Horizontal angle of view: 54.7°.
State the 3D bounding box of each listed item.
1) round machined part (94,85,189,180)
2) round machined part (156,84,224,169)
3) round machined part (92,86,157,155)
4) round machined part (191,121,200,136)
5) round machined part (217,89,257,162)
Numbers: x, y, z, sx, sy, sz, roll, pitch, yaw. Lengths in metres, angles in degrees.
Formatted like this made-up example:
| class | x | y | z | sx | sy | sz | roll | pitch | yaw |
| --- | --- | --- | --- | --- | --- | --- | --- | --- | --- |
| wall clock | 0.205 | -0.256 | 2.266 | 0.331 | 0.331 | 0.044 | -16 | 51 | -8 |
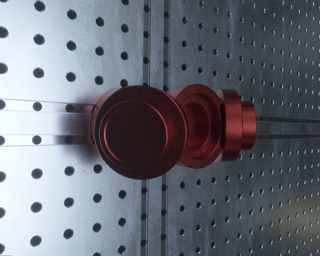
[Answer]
| class | x | y | z | sx | sy | sz | roll | pitch | yaw |
| --- | --- | --- | --- | --- | --- | --- | --- | --- | --- |
| round machined part | -0.022 | 0.005 | 0.315 | 0.042 | 0.098 | 0.097 | -21 | 107 | -77 |
| round machined part | 0.033 | -0.002 | 0.372 | 0.099 | 0.042 | 0.097 | 0 | 90 | -40 |
| round machined part | -0.029 | -0.003 | 0.375 | 0.099 | 0.042 | 0.097 | 0 | 90 | -40 |
| round machined part | 0.047 | -0.003 | 0.439 | 0.099 | 0.042 | 0.097 | 0 | 90 | -40 |
| round machined part | 0.100 | -0.004 | 0.417 | 0.042 | 0.098 | 0.097 | 0 | 90 | 0 |
